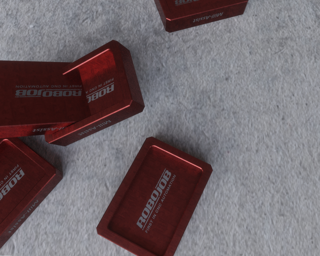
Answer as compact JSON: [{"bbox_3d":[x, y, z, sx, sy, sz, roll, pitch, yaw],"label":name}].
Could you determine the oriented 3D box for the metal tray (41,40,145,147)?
[{"bbox_3d":[-0.091,-0.041,0.389,0.130,0.030,0.090,-23,70,20],"label":"metal tray"}]

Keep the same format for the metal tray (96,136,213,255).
[{"bbox_3d":[-0.004,0.086,0.373,0.090,0.030,0.130,26,72,8],"label":"metal tray"}]

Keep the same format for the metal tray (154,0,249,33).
[{"bbox_3d":[0.059,-0.207,0.481,0.131,0.030,0.090,-16,71,-6],"label":"metal tray"}]

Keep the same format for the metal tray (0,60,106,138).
[{"bbox_3d":[-0.140,-0.039,0.388,0.131,0.030,0.090,-5,65,-29],"label":"metal tray"}]

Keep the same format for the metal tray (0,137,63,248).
[{"bbox_3d":[-0.197,0.078,0.374,0.090,0.030,0.130,36,73,12],"label":"metal tray"}]
